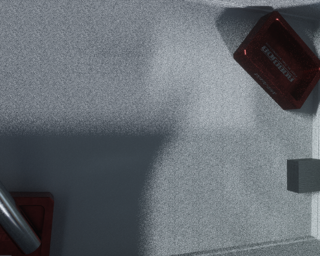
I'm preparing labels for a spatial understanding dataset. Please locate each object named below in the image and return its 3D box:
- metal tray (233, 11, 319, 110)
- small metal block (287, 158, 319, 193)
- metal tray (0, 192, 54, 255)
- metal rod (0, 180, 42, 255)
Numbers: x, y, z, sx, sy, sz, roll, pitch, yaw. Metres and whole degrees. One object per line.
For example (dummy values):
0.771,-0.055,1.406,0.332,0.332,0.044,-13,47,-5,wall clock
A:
0.186,-0.101,0.478,0.130,0.030,0.090,41,77,-16,metal tray
0.234,0.076,0.499,0.050,0.025,0.050,-1,90,-21,small metal block
-0.189,0.117,0.338,0.131,0.030,0.089,5,88,-20,metal tray
-0.184,0.008,0.271,0.025,0.025,0.298,-29,122,-18,metal rod
